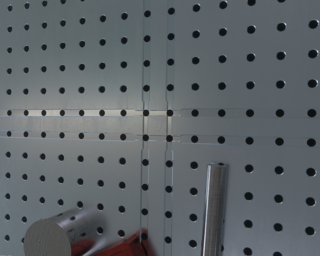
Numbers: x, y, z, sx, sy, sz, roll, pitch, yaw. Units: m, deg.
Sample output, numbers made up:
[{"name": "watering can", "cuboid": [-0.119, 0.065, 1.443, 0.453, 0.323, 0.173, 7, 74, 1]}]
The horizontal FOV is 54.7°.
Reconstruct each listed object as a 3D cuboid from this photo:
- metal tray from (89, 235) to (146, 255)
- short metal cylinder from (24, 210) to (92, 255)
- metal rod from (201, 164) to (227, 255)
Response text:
[{"name": "metal tray", "cuboid": [-0.047, 0.227, 0.426, 0.090, 0.030, 0.130, -30, 80, 17]}, {"name": "short metal cylinder", "cuboid": [-0.148, 0.166, 0.451, 0.080, 0.050, 0.079, 0, 90, 20]}, {"name": "metal rod", "cuboid": [0.061, 0.195, 0.390, 0.025, 0.025, 0.298, 4, 91, 20]}]
